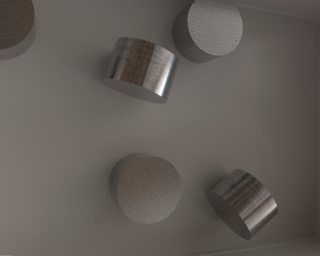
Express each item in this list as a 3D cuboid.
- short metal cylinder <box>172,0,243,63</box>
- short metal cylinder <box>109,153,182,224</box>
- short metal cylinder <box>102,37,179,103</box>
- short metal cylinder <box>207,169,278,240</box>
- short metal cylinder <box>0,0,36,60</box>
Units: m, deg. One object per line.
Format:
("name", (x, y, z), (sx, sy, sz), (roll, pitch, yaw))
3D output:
("short metal cylinder", (0.063, -0.133, 0.420), (0.081, 0.050, 0.080), (0, 90, -20))
("short metal cylinder", (-0.020, 0.073, 0.390), (0.081, 0.050, 0.080), (0, 90, -20))
("short metal cylinder", (-0.023, -0.067, 0.373), (0.080, 0.080, 0.050), (20, 84, -19))
("short metal cylinder", (0.110, 0.103, 0.422), (0.050, 0.080, 0.080), (-36, 102, -16))
("short metal cylinder", (-0.177, -0.118, 0.332), (0.081, 0.050, 0.080), (0, 90, -20))
